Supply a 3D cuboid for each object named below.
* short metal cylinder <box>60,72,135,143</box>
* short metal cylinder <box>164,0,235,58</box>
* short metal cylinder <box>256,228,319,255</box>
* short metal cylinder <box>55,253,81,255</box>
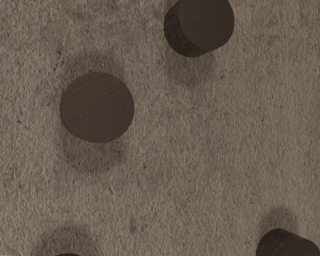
[{"bbox_3d":[-0.076,-0.023,0.368,0.081,0.050,0.079,0,90,-21],"label":"short metal cylinder"},{"bbox_3d":[0.052,-0.139,0.416,0.081,0.050,0.079,0,90,-21],"label":"short metal cylinder"},{"bbox_3d":[0.195,0.200,0.470,0.081,0.050,0.079,0,90,-21],"label":"short metal cylinder"},{"bbox_3d":[-0.110,0.194,0.356,0.081,0.050,0.079,0,90,-21],"label":"short metal cylinder"}]
